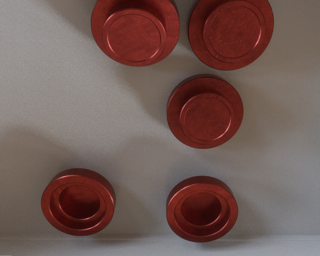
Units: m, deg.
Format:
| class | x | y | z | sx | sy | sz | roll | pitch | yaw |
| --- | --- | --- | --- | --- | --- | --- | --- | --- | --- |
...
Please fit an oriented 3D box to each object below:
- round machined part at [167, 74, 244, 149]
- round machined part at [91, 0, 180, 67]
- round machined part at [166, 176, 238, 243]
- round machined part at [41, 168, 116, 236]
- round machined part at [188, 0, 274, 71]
| class | x | y | z | sx | sy | sz | roll | pitch | yaw |
| --- | --- | --- | --- | --- | --- | --- | --- | --- | --- |
| round machined part | 0.058 | -0.017 | 0.396 | 0.099 | 0.042 | 0.097 | 0 | 110 | 0 |
| round machined part | -0.027 | -0.108 | 0.343 | 0.099 | 0.042 | 0.097 | 0 | 135 | 0 |
| round machined part | 0.058 | 0.111 | 0.443 | 0.099 | 0.042 | 0.097 | 0 | 110 | 0 |
| round machined part | -0.111 | 0.100 | 0.438 | 0.099 | 0.042 | 0.097 | 0 | 110 | 0 |
| round machined part | 0.082 | -0.113 | 0.355 | 0.099 | 0.042 | 0.097 | 0 | 117 | 0 |
